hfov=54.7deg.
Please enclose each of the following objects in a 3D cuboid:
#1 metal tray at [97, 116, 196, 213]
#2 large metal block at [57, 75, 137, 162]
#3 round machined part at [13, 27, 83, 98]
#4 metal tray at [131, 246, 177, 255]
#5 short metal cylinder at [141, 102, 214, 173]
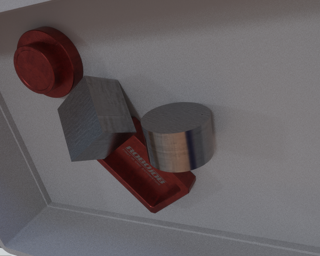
[{"bbox_3d":[-0.024,0.056,0.451,0.130,0.030,0.090,45,129,-4],"label":"metal tray"},{"bbox_3d":[-0.085,-0.010,0.406,0.080,0.050,0.080,-38,64,38],"label":"large metal block"},{"bbox_3d":[-0.159,-0.085,0.427,0.098,0.042,0.097,13,124,20],"label":"round machined part"},{"bbox_3d":[-0.029,0.236,0.489,0.090,0.131,0.030,1,96,46],"label":"metal tray"},{"bbox_3d":[0.021,0.008,0.366,0.080,0.080,0.050,4,120,26],"label":"short metal cylinder"}]
